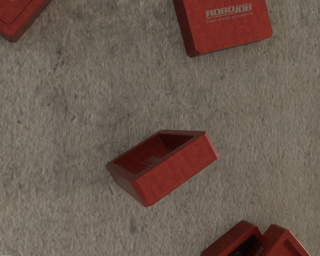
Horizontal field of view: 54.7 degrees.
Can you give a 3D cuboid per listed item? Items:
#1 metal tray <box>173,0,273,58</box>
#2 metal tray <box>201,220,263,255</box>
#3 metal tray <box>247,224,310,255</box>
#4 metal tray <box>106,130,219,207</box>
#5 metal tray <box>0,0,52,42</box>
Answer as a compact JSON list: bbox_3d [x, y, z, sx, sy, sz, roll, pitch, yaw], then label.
[{"bbox_3d":[0.091,-0.159,0.441,0.131,0.030,0.089,-18,96,-20],"label":"metal tray"},{"bbox_3d":[0.127,0.215,0.455,0.091,0.030,0.130,-32,101,-18],"label":"metal tray"},{"bbox_3d":[0.154,0.214,0.432,0.130,0.030,0.090,-44,104,-15],"label":"metal tray"},{"bbox_3d":[-0.005,0.038,0.352,0.091,0.130,0.030,-32,101,-17],"label":"metal tray"},{"bbox_3d":[-0.189,-0.170,0.336,0.130,0.030,0.090,37,78,-17],"label":"metal tray"}]
